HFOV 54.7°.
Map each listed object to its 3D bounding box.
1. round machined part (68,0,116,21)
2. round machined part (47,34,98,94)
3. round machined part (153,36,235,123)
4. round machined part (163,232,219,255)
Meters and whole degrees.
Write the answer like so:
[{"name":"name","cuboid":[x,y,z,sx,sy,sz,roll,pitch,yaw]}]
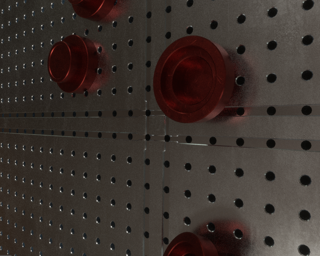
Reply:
[{"name":"round machined part","cuboid":[-0.113,-0.224,0.489,0.098,0.042,0.097,0,90,39]},{"name":"round machined part","cuboid":[-0.152,-0.108,0.521,0.098,0.042,0.097,0,90,39]},{"name":"round machined part","cuboid":[0.042,-0.054,0.362,0.098,0.042,0.097,0,90,39]},{"name":"round machined part","cuboid":[0.038,0.171,0.346,0.097,0.042,0.098,-51,24,34]}]
